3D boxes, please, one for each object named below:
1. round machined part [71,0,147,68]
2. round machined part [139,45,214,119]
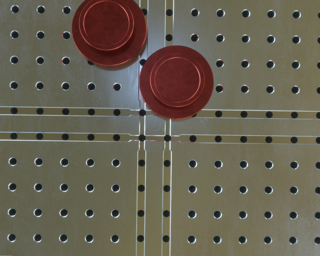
[{"bbox_3d":[-0.066,-0.130,0.404,0.099,0.042,0.097,0,90,-1],"label":"round machined part"},{"bbox_3d":[0.022,-0.060,0.405,0.099,0.042,0.097,0,90,-1],"label":"round machined part"}]
